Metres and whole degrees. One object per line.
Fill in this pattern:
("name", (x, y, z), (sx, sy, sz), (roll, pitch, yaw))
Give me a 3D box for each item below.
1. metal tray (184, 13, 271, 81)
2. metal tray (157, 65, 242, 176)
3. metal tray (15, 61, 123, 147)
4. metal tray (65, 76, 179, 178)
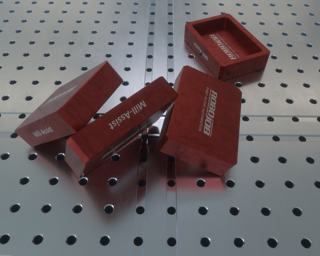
("metal tray", (0.109, -0.140, 0.522), (0.091, 0.030, 0.130), (-18, 52, -15))
("metal tray", (0.055, -0.014, 0.397), (0.090, 0.030, 0.130), (23, 50, -9))
("metal tray", (-0.113, -0.026, 0.375), (0.130, 0.030, 0.090), (-14, 34, 46))
("metal tray", (-0.046, 0.000, 0.360), (0.131, 0.090, 0.030), (-38, 86, -26))
